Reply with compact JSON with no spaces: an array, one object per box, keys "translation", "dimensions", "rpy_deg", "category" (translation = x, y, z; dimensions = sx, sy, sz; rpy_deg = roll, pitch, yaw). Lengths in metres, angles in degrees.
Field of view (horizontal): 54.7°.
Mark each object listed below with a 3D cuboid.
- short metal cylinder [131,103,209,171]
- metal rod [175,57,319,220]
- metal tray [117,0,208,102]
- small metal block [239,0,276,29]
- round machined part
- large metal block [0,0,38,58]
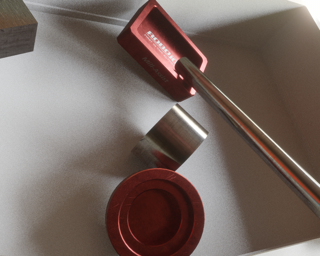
[{"translation":[0.011,0.016,0.368],"dimensions":[0.050,0.080,0.080],"rpy_deg":[44,51,1],"category":"short metal cylinder"},{"translation":[0.107,0.004,0.372],"dimensions":[0.025,0.025,0.300],"rpy_deg":[-11,48,-33],"category":"metal rod"},{"translation":[0.009,-0.112,0.452],"dimensions":[0.130,0.030,0.090],"rpy_deg":[43,49,-23],"category":"metal tray"},{"translation":[0.204,-0.243,0.654],"dimensions":[0.050,0.050,0.025],"rpy_deg":[9,58,-24],"category":"small metal block"},{"translation":[-0.007,0.092,0.322],"dimensions":[0.099,0.042,0.097],"rpy_deg":[3,80,-14],"category":"round machined part"},{"translation":[-0.202,-0.127,0.358],"dimensions":[0.081,0.050,0.080],"rpy_deg":[-28,77,-37],"category":"large metal block"}]
